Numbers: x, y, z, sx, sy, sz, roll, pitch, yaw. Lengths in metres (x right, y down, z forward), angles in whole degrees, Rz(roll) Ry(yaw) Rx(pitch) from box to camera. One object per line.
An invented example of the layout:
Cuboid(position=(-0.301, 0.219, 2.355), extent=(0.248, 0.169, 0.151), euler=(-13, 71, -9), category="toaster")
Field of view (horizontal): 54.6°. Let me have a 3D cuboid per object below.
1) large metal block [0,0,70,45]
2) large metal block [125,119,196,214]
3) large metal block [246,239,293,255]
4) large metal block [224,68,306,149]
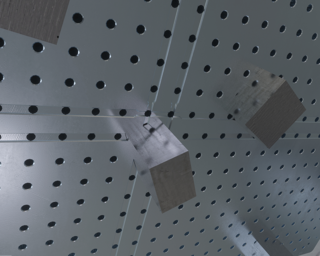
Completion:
Cuboid(position=(-0.118, -0.125, 0.253), extent=(0.081, 0.050, 0.080), euler=(11, 113, -33), category="large metal block")
Cuboid(position=(0.001, 0.048, 0.405), extent=(0.050, 0.080, 0.080), euler=(-23, 127, -14), category="large metal block")
Cuboid(position=(0.259, 0.303, 0.703), extent=(0.081, 0.080, 0.050), euler=(12, 113, -33), category="large metal block")
Cuboid(position=(0.157, -0.028, 0.463), extent=(0.080, 0.050, 0.080), euler=(-49, 129, 6), category="large metal block")
